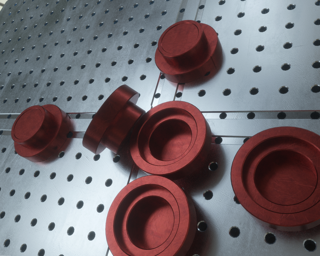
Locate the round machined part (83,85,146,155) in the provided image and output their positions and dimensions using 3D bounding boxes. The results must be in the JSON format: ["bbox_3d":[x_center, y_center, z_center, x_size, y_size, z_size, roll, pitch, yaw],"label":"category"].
[{"bbox_3d":[-0.054,-0.005,0.407,0.042,0.098,0.098,34,78,2],"label":"round machined part"}]

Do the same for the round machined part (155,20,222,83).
[{"bbox_3d":[0.036,-0.117,0.451,0.098,0.042,0.098,-13,56,21],"label":"round machined part"}]

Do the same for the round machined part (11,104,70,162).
[{"bbox_3d":[-0.199,0.002,0.502,0.098,0.042,0.098,-13,56,21],"label":"round machined part"}]

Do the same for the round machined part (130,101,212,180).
[{"bbox_3d":[0.016,0.018,0.378,0.098,0.042,0.098,-13,56,21],"label":"round machined part"}]

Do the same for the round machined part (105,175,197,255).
[{"bbox_3d":[-0.006,0.105,0.337,0.098,0.042,0.098,-13,56,21],"label":"round machined part"}]

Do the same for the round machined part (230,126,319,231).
[{"bbox_3d":[0.123,0.051,0.302,0.098,0.042,0.098,-13,56,21],"label":"round machined part"}]
